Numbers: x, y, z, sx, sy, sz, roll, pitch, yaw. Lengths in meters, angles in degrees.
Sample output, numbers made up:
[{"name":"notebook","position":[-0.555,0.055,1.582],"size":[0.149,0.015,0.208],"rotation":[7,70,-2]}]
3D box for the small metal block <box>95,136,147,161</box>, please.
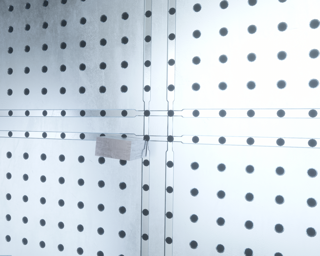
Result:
[{"name":"small metal block","position":[-0.051,0.026,0.418],"size":[0.050,0.050,0.025],"rotation":[6,92,20]}]
